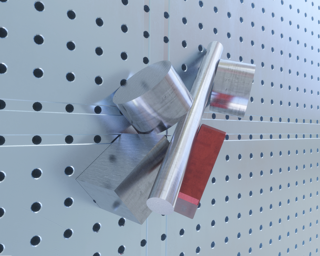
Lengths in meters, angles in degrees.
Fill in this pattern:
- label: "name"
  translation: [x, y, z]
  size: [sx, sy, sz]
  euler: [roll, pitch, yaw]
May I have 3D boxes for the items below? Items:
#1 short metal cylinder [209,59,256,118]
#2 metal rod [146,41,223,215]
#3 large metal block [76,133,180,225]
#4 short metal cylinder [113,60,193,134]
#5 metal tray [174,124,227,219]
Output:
- label: "short metal cylinder"
  translation: [0.107, -0.058, 0.459]
  size: [0.080, 0.050, 0.080]
  euler: [12, 91, -78]
- label: "metal rod"
  translation: [0.043, -0.028, 0.378]
  size: [0.025, 0.025, 0.301]
  euler: [54, 37, -26]
- label: "large metal block"
  translation: [-0.033, 0.052, 0.347]
  size: [0.080, 0.080, 0.050]
  euler: [-47, 119, -30]
- label: "short metal cylinder"
  translation: [-0.008, -0.036, 0.368]
  size: [0.080, 0.080, 0.050]
  euler: [-51, 121, -28]
- label: "metal tray"
  translation: [0.047, 0.061, 0.396]
  size: [0.130, 0.030, 0.090]
  euler: [83, 31, -67]
